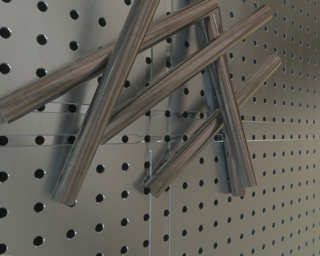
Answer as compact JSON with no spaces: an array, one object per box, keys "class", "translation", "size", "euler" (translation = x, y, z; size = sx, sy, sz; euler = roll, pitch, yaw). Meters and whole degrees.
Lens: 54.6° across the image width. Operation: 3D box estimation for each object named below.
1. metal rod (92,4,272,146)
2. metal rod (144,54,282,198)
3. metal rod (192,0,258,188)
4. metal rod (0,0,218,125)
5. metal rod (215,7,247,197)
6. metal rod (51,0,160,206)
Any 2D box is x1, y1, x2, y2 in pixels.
[{"class":"metal rod","translation":[0.039,-0.078,0.398],"size":[0.301,0.025,0.025],"euler":[-38,114,-19]},{"class":"metal rod","translation":[0.089,-0.015,0.456],"size":[0.301,0.025,0.025],"euler":[-44,117,-22]},{"class":"metal rod","translation":[0.088,-0.066,0.437],"size":[0.025,0.025,0.299],"euler":[-7,82,-40]},{"class":"metal rod","translation":[-0.039,-0.092,0.356],"size":[0.302,0.025,0.025],"euler":[-36,112,-28]},{"class":"metal rod","translation":[0.106,-0.035,0.495],"size":[0.025,0.025,0.298],"euler":[-17,101,-39]},{"class":"metal rod","translation":[-0.044,-0.062,0.325],"size":[0.025,0.025,0.299],"euler":[23,89,-38]}]
